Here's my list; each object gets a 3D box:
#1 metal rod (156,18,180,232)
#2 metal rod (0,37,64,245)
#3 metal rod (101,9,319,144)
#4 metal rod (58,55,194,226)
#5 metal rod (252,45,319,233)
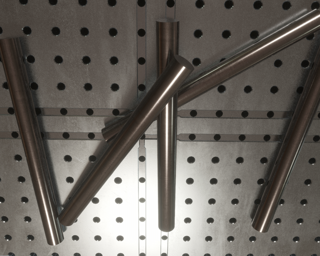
[{"bbox_3d":[0.009,0.017,0.398,0.025,0.025,0.298,-1,118,0],"label":"metal rod"},{"bbox_3d":[-0.171,0.032,0.422,0.025,0.025,0.298,-4,110,1],"label":"metal rod"},{"bbox_3d":[0.059,-0.059,0.392,0.301,0.025,0.025,-29,108,9],"label":"metal rod"},{"bbox_3d":[-0.057,0.034,0.391,0.025,0.025,0.298,32,119,-12],"label":"metal rod"},{"bbox_3d":[0.183,0.014,0.421,0.025,0.025,0.298,11,110,-5],"label":"metal rod"}]
